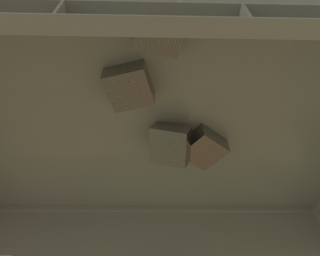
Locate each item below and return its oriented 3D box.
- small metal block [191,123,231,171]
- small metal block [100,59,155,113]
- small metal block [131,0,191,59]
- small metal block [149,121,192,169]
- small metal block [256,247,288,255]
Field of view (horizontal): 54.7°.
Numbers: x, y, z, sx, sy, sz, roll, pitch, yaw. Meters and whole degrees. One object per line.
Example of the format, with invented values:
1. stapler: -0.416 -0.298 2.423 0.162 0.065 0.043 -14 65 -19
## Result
1. small metal block: 0.061 0.027 0.434 0.050 0.025 0.050 32 123 -25
2. small metal block: -0.036 -0.049 0.367 0.050 0.025 0.050 -11 130 8
3. small metal block: 0.000 -0.104 0.320 0.050 0.025 0.050 10 130 -9
4. small metal block: 0.014 0.022 0.409 0.050 0.025 0.050 9 114 18
5. small metal block: 0.238 0.282 0.656 0.050 0.025 0.050 25 126 -21
